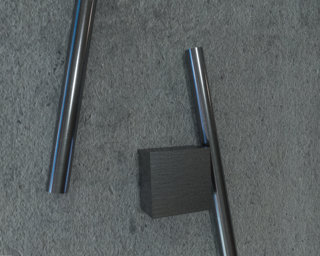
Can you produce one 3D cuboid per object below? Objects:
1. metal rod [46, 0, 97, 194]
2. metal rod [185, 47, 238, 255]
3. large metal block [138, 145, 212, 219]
[{"bbox_3d":[-0.101,-0.073,0.372,0.025,0.025,0.298,9,87,-20],"label":"metal rod"},{"bbox_3d":[0.073,0.038,0.437,0.025,0.025,0.298,-12,94,-20],"label":"metal rod"},{"bbox_3d":[0.019,0.066,0.404,0.081,0.050,0.079,-3,91,-20],"label":"large metal block"}]
